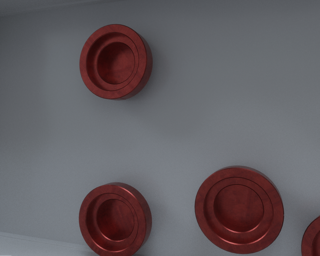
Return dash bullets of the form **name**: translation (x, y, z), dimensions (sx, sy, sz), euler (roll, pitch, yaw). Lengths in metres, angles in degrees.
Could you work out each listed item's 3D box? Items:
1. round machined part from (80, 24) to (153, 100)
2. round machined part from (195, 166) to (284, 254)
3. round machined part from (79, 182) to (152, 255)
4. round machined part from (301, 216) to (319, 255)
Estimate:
- **round machined part**: translation (-0.055, -0.086, 0.420), dimensions (0.098, 0.042, 0.097), euler (0, 90, 19)
- **round machined part**: translation (0.094, 0.093, 0.368), dimensions (0.098, 0.042, 0.097), euler (0, 90, 19)
- **round machined part**: translation (-0.056, 0.122, 0.420), dimensions (0.098, 0.042, 0.097), euler (0, 90, 19)
- **round machined part**: translation (0.204, 0.130, 0.319), dimensions (0.098, 0.042, 0.097), euler (1, 91, 40)
